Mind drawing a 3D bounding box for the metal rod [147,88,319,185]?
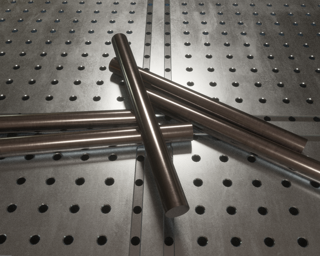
[{"bbox_3d":[0.101,0.012,0.398,0.301,0.025,0.025,25,54,19],"label":"metal rod"}]

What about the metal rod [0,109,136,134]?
[{"bbox_3d":[-0.177,-0.006,0.410,0.302,0.025,0.025,-3,50,-3],"label":"metal rod"}]

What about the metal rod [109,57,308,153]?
[{"bbox_3d":[0.053,-0.038,0.439,0.301,0.025,0.025,26,55,20],"label":"metal rod"}]

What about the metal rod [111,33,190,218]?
[{"bbox_3d":[-0.023,-0.028,0.397,0.025,0.025,0.300,-12,51,-10],"label":"metal rod"}]

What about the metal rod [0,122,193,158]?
[{"bbox_3d":[-0.109,0.017,0.391,0.302,0.025,0.025,-5,50,-5],"label":"metal rod"}]
